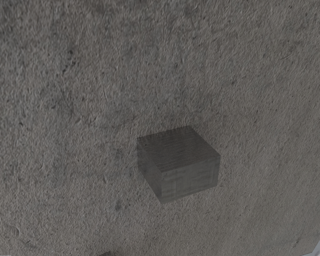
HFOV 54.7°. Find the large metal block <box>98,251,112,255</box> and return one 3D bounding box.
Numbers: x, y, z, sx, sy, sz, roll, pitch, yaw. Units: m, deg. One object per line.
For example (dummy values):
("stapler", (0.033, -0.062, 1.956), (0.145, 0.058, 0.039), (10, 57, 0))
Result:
("large metal block", (-0.086, 0.258, 0.484), (0.050, 0.080, 0.079), (-16, 125, -19))

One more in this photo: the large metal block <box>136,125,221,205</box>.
("large metal block", (0.022, 0.045, 0.411), (0.081, 0.080, 0.050), (-14, 124, -21))
